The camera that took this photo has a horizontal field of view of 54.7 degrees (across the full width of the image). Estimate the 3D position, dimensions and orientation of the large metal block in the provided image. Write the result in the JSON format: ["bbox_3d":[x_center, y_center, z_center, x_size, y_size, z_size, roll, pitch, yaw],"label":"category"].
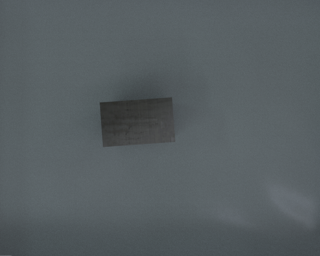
[{"bbox_3d":[-0.025,-0.007,0.384,0.081,0.080,0.050,-4,90,-1],"label":"large metal block"}]
